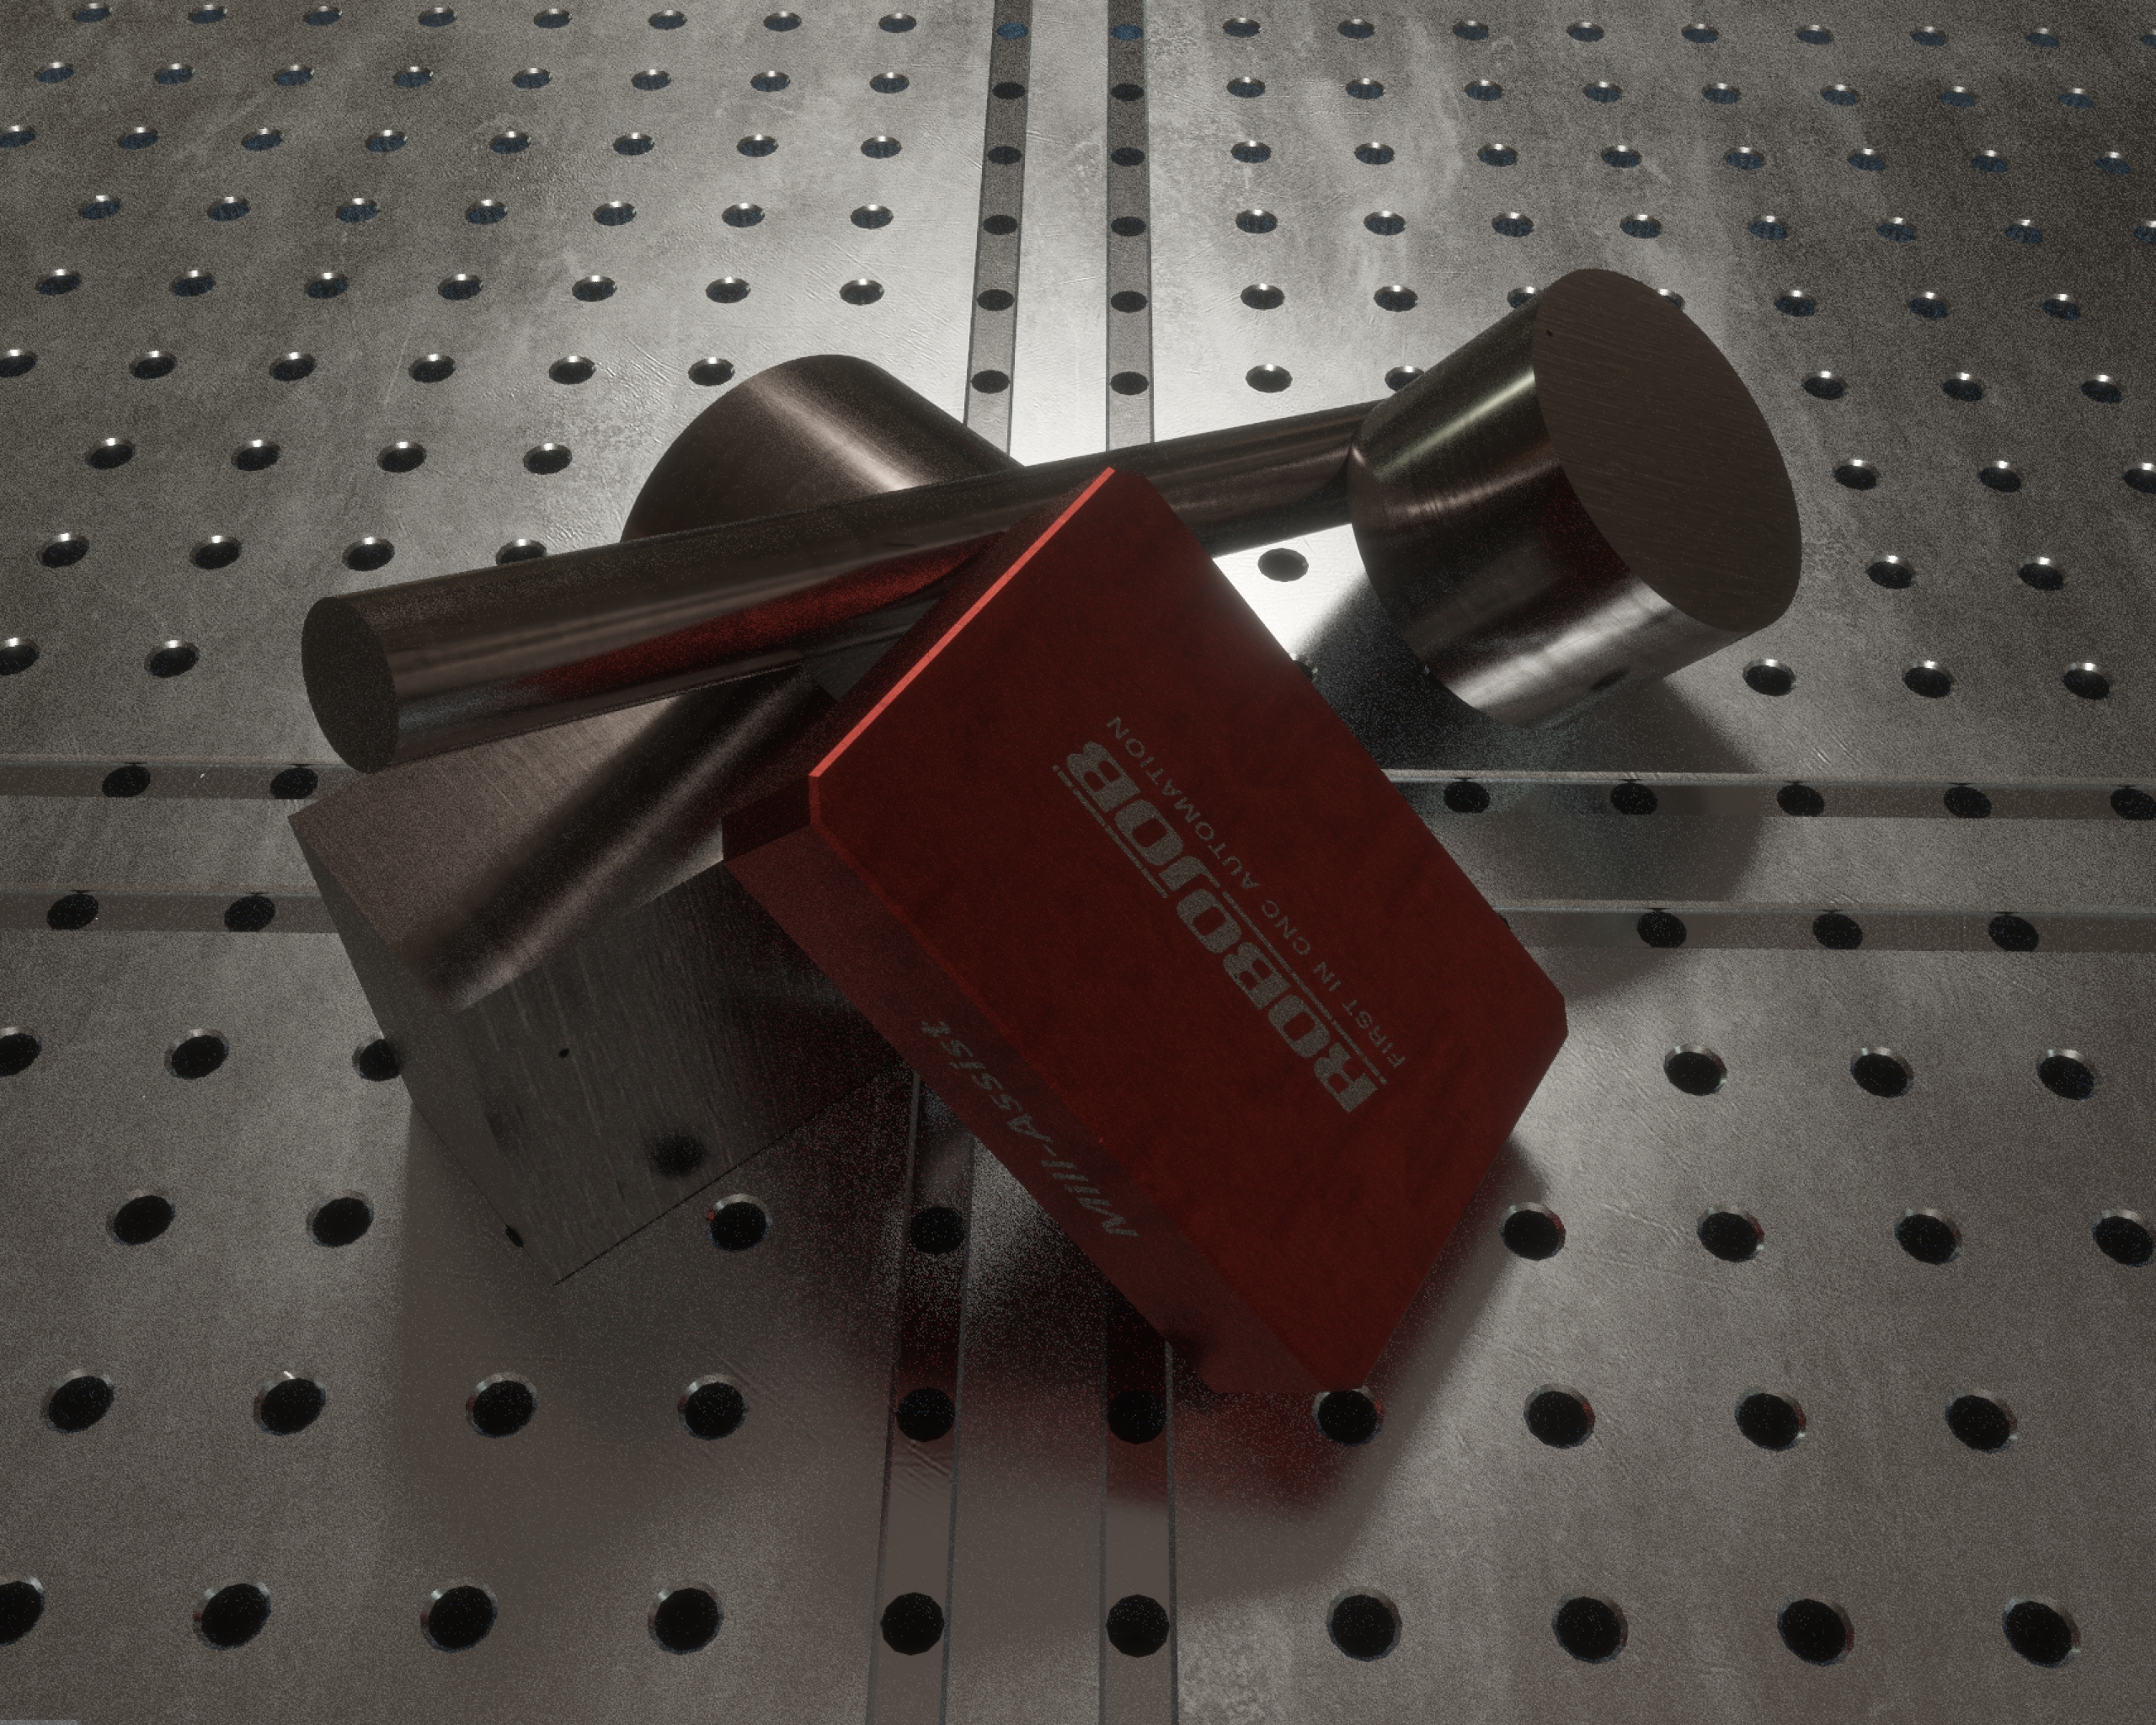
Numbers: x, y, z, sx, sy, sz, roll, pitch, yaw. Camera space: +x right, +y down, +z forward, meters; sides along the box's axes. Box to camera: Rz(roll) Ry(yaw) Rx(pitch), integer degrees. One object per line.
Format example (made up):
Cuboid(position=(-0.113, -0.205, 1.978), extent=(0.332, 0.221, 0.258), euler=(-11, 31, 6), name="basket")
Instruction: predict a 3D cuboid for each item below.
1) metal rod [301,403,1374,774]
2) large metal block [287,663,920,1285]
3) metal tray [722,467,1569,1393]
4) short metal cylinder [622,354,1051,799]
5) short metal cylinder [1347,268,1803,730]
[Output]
Cuboid(position=(0.001, -0.064, 0.392), extent=(0.025, 0.025, 0.302), euler=(39, 39, 27), name="metal rod")
Cuboid(position=(-0.076, 0.014, 0.359), extent=(0.081, 0.080, 0.050), euler=(-33, 58, -25), name="large metal block")
Cuboid(position=(0.017, 0.012, 0.343), extent=(0.130, 0.030, 0.090), euler=(49, 55, -15), name="metal tray")
Cuboid(position=(-0.044, -0.053, 0.416), extent=(0.080, 0.080, 0.050), euler=(-36, 59, -27), name="short metal cylinder")
Cuboid(position=(0.102, -0.073, 0.429), extent=(0.081, 0.050, 0.080), euler=(17, 60, -33), name="short metal cylinder")
